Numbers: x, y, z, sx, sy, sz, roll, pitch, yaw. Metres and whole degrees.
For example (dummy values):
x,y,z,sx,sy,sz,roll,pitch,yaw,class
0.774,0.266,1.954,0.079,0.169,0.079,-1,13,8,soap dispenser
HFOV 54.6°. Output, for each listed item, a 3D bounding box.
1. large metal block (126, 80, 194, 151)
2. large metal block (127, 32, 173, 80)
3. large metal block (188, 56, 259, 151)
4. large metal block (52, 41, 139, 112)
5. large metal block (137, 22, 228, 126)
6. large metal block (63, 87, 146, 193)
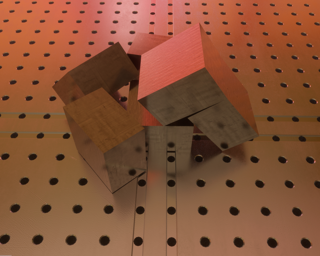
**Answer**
x,y,z,sx,sy,sz,roll,pitch,yaw,class
0.000,-0.017,0.406,0.080,0.050,0.080,1,50,0,large metal block
0.002,-0.083,0.442,0.080,0.080,0.050,10,51,9,large metal block
0.076,-0.031,0.388,0.050,0.080,0.080,-27,43,28,large metal block
-0.087,-0.063,0.417,0.080,0.080,0.050,-41,105,-29,large metal block
0.024,-0.060,0.352,0.080,0.050,0.080,-23,44,25,large metal block
-0.061,0.014,0.358,0.050,0.080,0.080,-32,58,-25,large metal block
